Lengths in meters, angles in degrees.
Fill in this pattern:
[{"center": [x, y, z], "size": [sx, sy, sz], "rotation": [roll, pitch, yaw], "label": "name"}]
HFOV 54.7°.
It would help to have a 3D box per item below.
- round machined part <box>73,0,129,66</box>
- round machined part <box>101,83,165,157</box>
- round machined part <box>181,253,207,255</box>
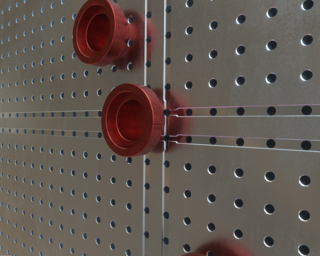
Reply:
[{"center": [-0.085, -0.141, 0.466], "size": [0.098, 0.042, 0.097], "rotation": [0, 90, 39], "label": "round machined part"}, {"center": [-0.032, -0.010, 0.423], "size": [0.098, 0.042, 0.097], "rotation": [0, 90, 39], "label": "round machined part"}, {"center": [0.049, 0.193, 0.356], "size": [0.098, 0.042, 0.097], "rotation": [0, 90, 39], "label": "round machined part"}]
